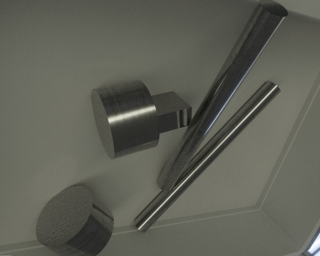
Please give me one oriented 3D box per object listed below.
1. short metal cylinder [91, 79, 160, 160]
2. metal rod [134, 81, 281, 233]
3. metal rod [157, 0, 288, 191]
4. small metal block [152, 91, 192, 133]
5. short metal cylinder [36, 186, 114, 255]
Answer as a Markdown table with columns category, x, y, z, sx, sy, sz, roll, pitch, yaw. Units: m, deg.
| category | x | y | z | sx | sy | sz | roll | pitch | yaw |
| --- | --- | --- | --- | --- | --- | --- | --- | --- | --- |
| short metal cylinder | -0.040 | -0.010 | 0.346 | 0.050 | 0.080 | 0.079 | -16 | 125 | -20 |
| metal rod | 0.070 | 0.046 | 0.477 | 0.300 | 0.025 | 0.025 | -47 | 130 | 4 |
| metal rod | 0.049 | -0.006 | 0.358 | 0.025 | 0.025 | 0.298 | -7 | 146 | -25 |
| small metal block | 0.005 | -0.020 | 0.384 | 0.050 | 0.050 | 0.025 | -15 | 125 | -20 |
| short metal cylinder | -0.106 | 0.121 | 0.391 | 0.080 | 0.080 | 0.050 | -36 | 130 | -5 |
